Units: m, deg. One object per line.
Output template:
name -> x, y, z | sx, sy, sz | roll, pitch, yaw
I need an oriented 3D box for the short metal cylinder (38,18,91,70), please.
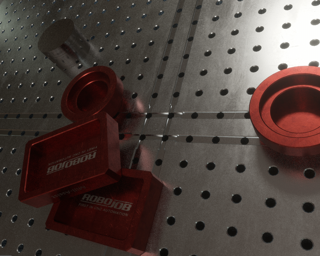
short metal cylinder -> -0.179, -0.157, 0.579 | 0.080, 0.050, 0.080 | -13, 56, 20

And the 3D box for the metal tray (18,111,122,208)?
metal tray -> -0.116, 0.041, 0.399 | 0.130, 0.030, 0.090 | -20, 54, 16

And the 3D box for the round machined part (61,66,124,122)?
round machined part -> -0.098, -0.044, 0.474 | 0.098, 0.042, 0.098 | -13, 56, 20

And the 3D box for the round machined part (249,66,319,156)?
round machined part -> 0.149, -0.014, 0.328 | 0.098, 0.042, 0.098 | -13, 56, 20

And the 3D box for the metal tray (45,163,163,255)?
metal tray -> -0.070, 0.094, 0.382 | 0.130, 0.030, 0.090 | 3, 63, 29
